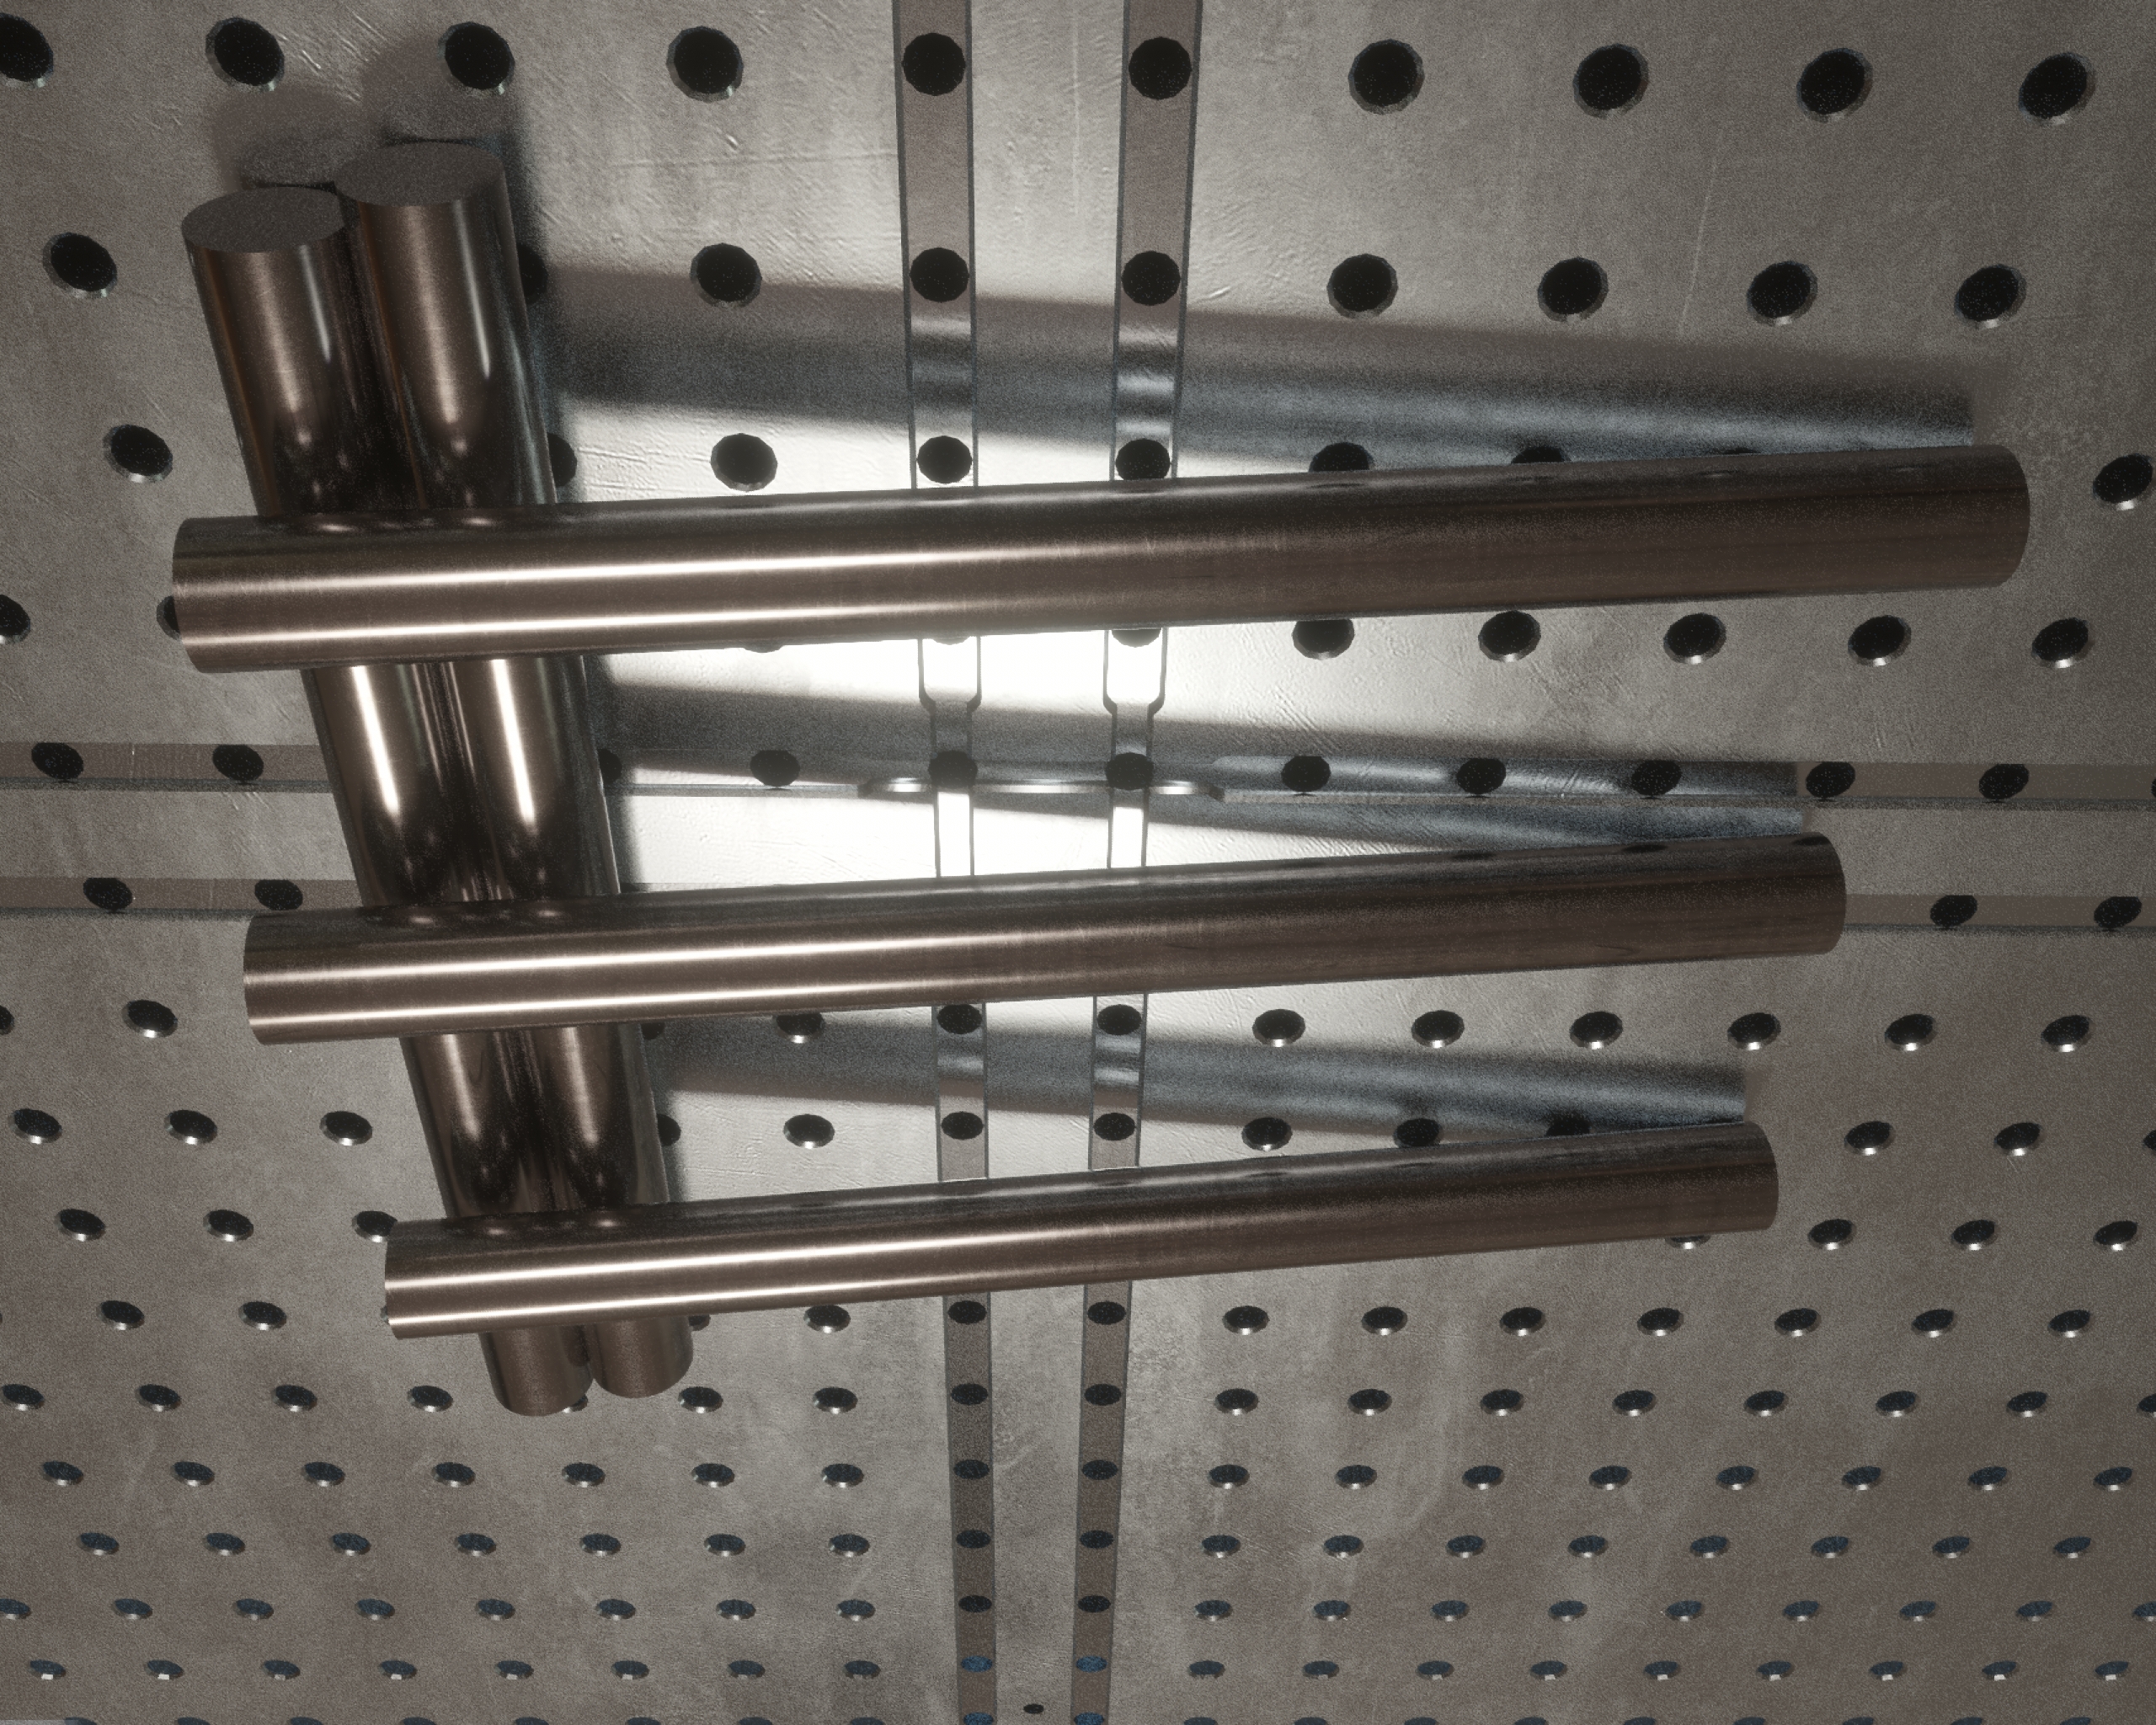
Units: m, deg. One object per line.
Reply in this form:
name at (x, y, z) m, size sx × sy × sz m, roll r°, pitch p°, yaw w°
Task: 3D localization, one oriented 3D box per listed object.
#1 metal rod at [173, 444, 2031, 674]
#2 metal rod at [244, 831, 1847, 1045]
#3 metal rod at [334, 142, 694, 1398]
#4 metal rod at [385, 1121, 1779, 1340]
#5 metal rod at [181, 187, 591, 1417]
metal rod at (0.009, -0.052, 0.349) m, size 0.302 × 0.025 × 0.025 m, roll -3°, pitch 130°, yaw -6°
metal rod at (-0.001, 0.014, 0.403) m, size 0.302 × 0.025 × 0.025 m, roll -3°, pitch 131°, yaw -6°
metal rod at (-0.104, 0.008, 0.416) m, size 0.025 × 0.025 × 0.298 m, roll 1°, pitch 130°, yaw -1°
metal rod at (0.005, 0.080, 0.461) m, size 0.302 × 0.025 × 0.025 m, roll -3°, pitch 131°, yaw -6°
metal rod at (-0.129, 0.013, 0.420) m, size 0.025 × 0.025 × 0.298 m, roll 1°, pitch 130°, yaw -1°
